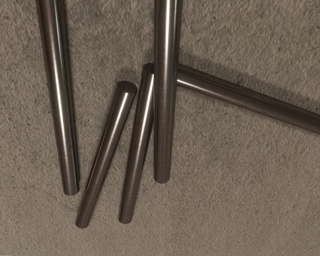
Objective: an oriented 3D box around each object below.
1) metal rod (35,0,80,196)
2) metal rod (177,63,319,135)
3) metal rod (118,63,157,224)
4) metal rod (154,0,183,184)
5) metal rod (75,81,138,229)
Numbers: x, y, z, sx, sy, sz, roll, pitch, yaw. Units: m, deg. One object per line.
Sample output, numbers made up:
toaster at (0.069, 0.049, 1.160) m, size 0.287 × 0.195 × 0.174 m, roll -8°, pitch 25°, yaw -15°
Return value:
metal rod at (-0.123, -0.016, 0.391) m, size 0.025 × 0.025 × 0.298 m, roll 5°, pitch 130°, yaw -4°
metal rod at (0.153, -0.021, 0.391) m, size 0.302 × 0.025 × 0.025 m, roll 17°, pitch 128°, yaw -15°
metal rod at (-0.034, 0.045, 0.444) m, size 0.025 × 0.025 × 0.298 m, roll 8°, pitch 130°, yaw -7°
metal rod at (0.005, -0.026, 0.360) m, size 0.025 × 0.025 × 0.298 m, roll 0°, pitch 138°, yaw -1°
metal rod at (-0.088, 0.059, 0.456) m, size 0.025 × 0.025 × 0.298 m, roll 15°, pitch 129°, yaw -13°
